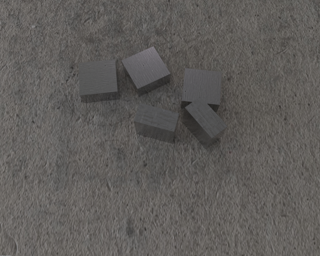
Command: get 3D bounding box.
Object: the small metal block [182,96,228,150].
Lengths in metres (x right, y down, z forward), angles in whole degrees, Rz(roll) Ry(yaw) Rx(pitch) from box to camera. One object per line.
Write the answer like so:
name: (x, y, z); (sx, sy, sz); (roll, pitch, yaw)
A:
small metal block: (0.056, -0.005, 0.397); (0.025, 0.050, 0.050); (-36, 74, -12)

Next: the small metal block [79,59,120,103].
small metal block: (-0.084, -0.065, 0.431); (0.050, 0.025, 0.050); (-6, 70, -3)

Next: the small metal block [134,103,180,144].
small metal block: (-0.004, -0.005, 0.396); (0.050, 0.050, 0.025); (15, 71, 5)

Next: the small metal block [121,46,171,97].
small metal block: (-0.020, -0.080, 0.437); (0.050, 0.025, 0.050); (-27, 72, -10)

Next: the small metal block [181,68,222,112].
small metal block: (0.057, -0.052, 0.427); (0.050, 0.025, 0.050); (7, 70, 2)
